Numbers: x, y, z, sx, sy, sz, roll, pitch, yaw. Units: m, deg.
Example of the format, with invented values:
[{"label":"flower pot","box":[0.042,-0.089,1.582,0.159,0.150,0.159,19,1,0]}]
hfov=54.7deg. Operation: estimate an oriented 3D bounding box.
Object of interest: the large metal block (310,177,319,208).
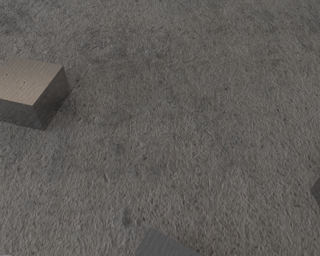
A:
[{"label":"large metal block","box":[0.206,0.073,0.307,0.050,0.080,0.080,-7,51,-6]}]

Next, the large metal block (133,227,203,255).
[{"label":"large metal block","box":[0.007,0.147,0.263,0.080,0.050,0.080,23,54,18]}]

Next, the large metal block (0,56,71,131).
[{"label":"large metal block","box":[-0.183,-0.049,0.427,0.080,0.050,0.080,12,51,10]}]
